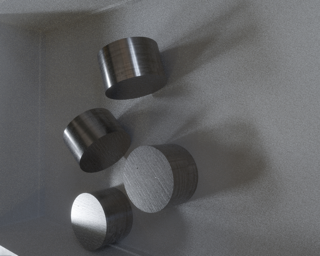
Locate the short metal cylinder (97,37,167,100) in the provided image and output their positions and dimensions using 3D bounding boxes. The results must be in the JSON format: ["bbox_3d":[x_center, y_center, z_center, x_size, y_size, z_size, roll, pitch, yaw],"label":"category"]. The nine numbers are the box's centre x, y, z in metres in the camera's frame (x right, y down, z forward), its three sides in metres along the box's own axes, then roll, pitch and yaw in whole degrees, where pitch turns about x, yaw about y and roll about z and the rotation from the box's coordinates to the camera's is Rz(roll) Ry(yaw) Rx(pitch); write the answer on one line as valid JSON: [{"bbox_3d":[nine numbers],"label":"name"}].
[{"bbox_3d":[-0.036,-0.074,0.398,0.080,0.081,0.050,-23,76,37],"label":"short metal cylinder"}]

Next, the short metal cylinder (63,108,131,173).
[{"bbox_3d":[-0.089,0.018,0.442,0.050,0.081,0.080,48,118,29],"label":"short metal cylinder"}]

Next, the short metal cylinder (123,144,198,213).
[{"bbox_3d":[0.000,0.061,0.388,0.080,0.050,0.079,0,90,39],"label":"short metal cylinder"}]

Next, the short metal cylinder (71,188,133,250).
[{"bbox_3d":[-0.087,0.132,0.459,0.080,0.050,0.079,0,90,39],"label":"short metal cylinder"}]
